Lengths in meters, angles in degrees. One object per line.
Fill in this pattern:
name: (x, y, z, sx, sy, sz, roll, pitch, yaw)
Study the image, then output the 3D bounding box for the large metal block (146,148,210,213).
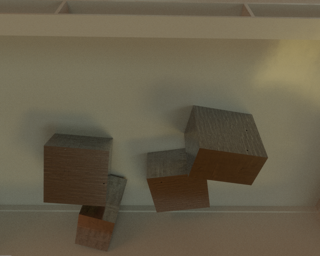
large metal block: (0.028, 0.077, 0.458, 0.080, 0.050, 0.080, -7, 130, 6)

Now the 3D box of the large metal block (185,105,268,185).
large metal block: (0.078, 0.021, 0.391, 0.081, 0.080, 0.050, 9, 130, -7)

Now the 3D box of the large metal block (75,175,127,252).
large metal block: (-0.090, 0.128, 0.477, 0.050, 0.080, 0.079, 16, 129, -3)

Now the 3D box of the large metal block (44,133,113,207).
large metal block: (-0.109, 0.056, 0.421, 0.081, 0.050, 0.079, 5, 106, -5)
